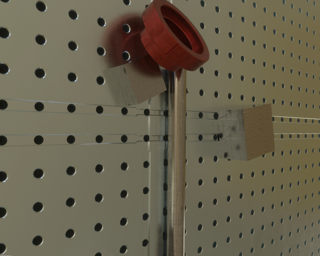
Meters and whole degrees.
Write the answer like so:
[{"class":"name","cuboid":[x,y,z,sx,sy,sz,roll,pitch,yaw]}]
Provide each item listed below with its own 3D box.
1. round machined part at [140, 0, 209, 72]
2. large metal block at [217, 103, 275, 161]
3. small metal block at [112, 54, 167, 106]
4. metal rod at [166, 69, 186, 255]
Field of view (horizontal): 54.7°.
[{"class":"round machined part","cuboid":[0.014,-0.110,0.390,0.098,0.042,0.098,34,36,-29]},{"class":"large metal block","cuboid":[0.143,0.005,0.513,0.081,0.050,0.079,-12,98,-39]},{"class":"small metal block","cuboid":[-0.025,-0.061,0.388,0.050,0.025,0.050,-31,110,-36]},{"class":"metal rod","cuboid":[0.023,0.066,0.428,0.025,0.025,0.298,1,90,-40]}]
